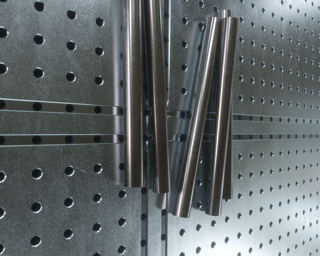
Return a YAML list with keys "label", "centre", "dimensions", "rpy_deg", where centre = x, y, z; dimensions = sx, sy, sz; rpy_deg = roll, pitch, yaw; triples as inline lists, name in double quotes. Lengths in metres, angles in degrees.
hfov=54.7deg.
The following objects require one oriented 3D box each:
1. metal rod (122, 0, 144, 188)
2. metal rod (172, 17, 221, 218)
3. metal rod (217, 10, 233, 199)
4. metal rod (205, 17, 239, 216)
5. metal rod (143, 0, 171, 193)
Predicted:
- label: "metal rod"
  centre: [-0.034, -0.078, 0.382]
  dimensions: [0.025, 0.025, 0.298]
  rpy_deg: [-1, 91, -40]
- label: "metal rod"
  centre: [0.057, -0.021, 0.458]
  dimensions: [0.025, 0.025, 0.299]
  rpy_deg: [18, 79, -39]
- label: "metal rod"
  centre: [0.104, -0.037, 0.499]
  dimensions: [0.025, 0.025, 0.298]
  rpy_deg: [-1, 90, -40]
- label: "metal rod"
  centre: [0.094, -0.016, 0.475]
  dimensions: [0.025, 0.025, 0.298]
  rpy_deg: [2, 94, -40]
- label: "metal rod"
  centre: [-0.005, -0.065, 0.406]
  dimensions: [0.025, 0.025, 0.298]
  rpy_deg: [-5, 94, -40]
